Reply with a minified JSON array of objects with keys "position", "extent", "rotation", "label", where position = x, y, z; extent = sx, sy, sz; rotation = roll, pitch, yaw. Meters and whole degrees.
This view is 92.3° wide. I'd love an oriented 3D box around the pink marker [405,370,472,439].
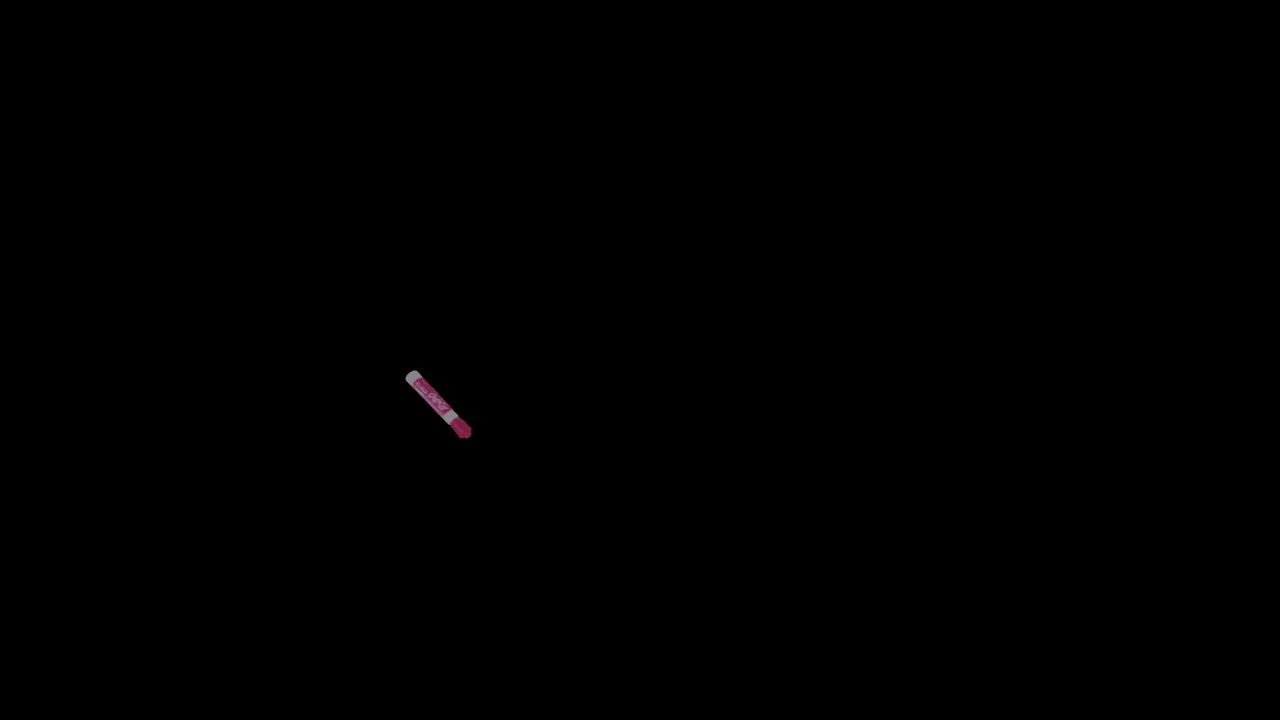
[{"position":[-0.263,0.059,0.808],"extent":[0.121,0.020,0.020],"rotation":[42,14,16],"label":"pink marker"}]
